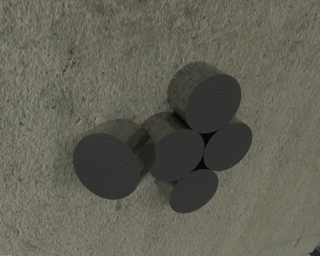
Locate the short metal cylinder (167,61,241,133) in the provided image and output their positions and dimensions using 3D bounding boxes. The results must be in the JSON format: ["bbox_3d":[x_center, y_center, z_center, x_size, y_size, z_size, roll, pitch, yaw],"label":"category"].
[{"bbox_3d":[0.056,-0.040,0.398,0.081,0.050,0.079,-14,124,-21],"label":"short metal cylinder"}]

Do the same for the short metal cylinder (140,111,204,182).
[{"bbox_3d":[0.011,0.024,0.413,0.081,0.050,0.079,-14,124,-21],"label":"short metal cylinder"}]

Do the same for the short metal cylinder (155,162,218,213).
[{"bbox_3d":[0.039,0.080,0.463,0.081,0.050,0.079,-14,124,-21],"label":"short metal cylinder"}]

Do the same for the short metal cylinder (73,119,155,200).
[{"bbox_3d":[-0.051,0.035,0.359,0.080,0.050,0.079,6,111,17],"label":"short metal cylinder"}]

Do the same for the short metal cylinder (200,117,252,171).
[{"bbox_3d":[0.085,0.015,0.448,0.081,0.050,0.079,-14,124,-21],"label":"short metal cylinder"}]
